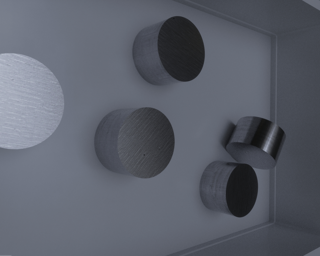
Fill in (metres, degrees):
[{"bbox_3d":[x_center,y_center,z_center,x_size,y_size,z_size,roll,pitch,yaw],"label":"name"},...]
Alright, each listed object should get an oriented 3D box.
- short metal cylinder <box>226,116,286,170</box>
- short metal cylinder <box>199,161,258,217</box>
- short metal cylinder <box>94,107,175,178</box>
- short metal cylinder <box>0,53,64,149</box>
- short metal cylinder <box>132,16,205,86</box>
[{"bbox_3d":[0.154,0.025,0.500,0.080,0.080,0.050,44,64,-32],"label":"short metal cylinder"},{"bbox_3d":[0.107,0.093,0.480,0.081,0.050,0.080,0,90,-40],"label":"short metal cylinder"},{"bbox_3d":[-0.029,0.016,0.366,0.081,0.050,0.080,0,90,-40],"label":"short metal cylinder"},{"bbox_3d":[-0.135,-0.022,0.277,0.081,0.050,0.080,0,90,-40],"label":"short metal cylinder"},{"bbox_3d":[0.012,-0.097,0.400,0.081,0.050,0.080,0,90,-40],"label":"short metal cylinder"}]
